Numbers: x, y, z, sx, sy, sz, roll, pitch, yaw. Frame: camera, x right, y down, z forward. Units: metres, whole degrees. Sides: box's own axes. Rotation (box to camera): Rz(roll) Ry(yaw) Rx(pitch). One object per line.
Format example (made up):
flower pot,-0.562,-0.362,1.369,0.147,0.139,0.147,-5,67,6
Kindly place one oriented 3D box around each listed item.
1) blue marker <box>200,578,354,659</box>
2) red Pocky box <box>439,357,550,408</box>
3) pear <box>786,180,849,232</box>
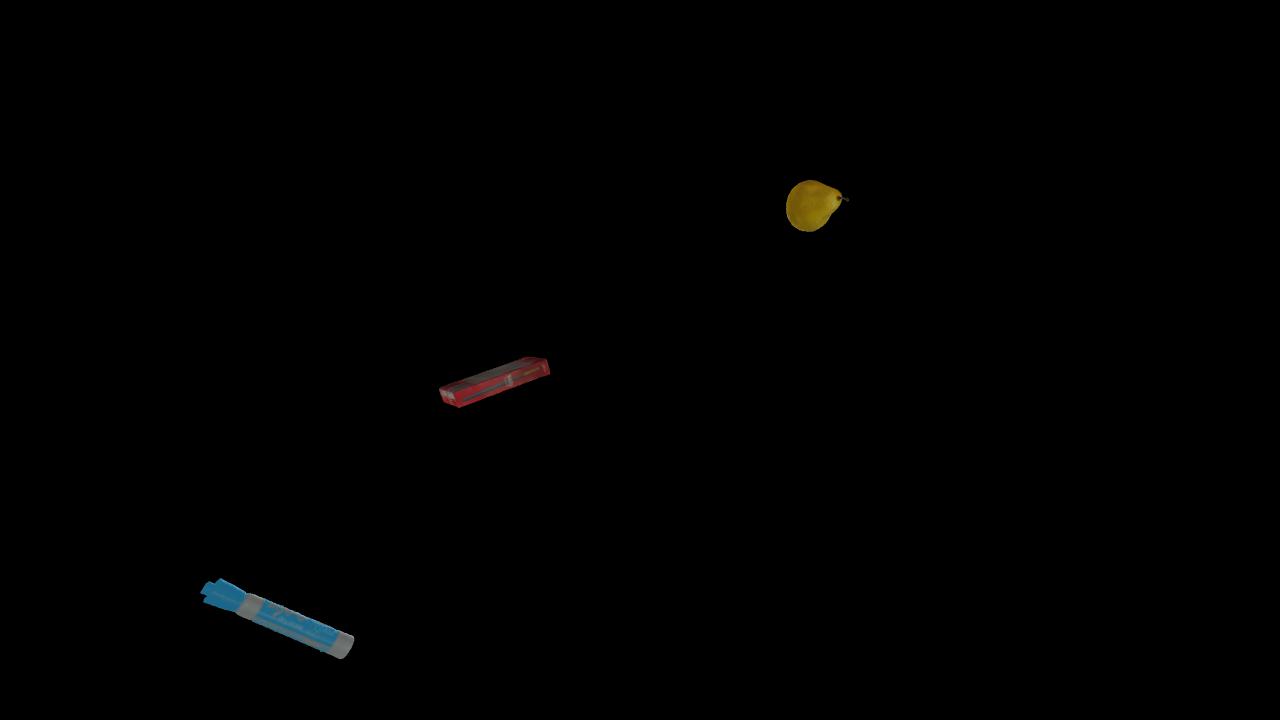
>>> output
blue marker,-0.286,0.206,0.489,0.121,0.020,0.020,40,-19,-25
red Pocky box,-0.224,0.032,0.952,0.155,0.028,0.083,-22,13,-29
pear,0.280,-0.249,0.960,0.080,0.080,0.111,0,-9,-27
